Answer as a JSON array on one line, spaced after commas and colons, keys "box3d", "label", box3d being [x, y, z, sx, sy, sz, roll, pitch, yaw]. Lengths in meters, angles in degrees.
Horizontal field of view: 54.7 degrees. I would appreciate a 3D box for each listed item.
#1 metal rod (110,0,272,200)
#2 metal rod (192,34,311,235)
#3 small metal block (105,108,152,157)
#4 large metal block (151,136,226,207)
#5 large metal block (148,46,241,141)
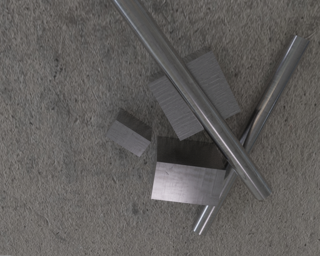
[{"box3d": [0.040, -0.033, 0.344, 0.025, 0.025, 0.300, -35, 107, 12], "label": "metal rod"}, {"box3d": [0.114, 0.022, 0.419, 0.025, 0.025, 0.298, 20, 109, -8], "label": "metal rod"}, {"box3d": [-0.039, 0.005, 0.398, 0.050, 0.050, 0.025, 33, 107, -12], "label": "small metal block"}, {"box3d": [0.033, 0.053, 0.400, 0.081, 0.080, 0.050, 8, 110, -3], "label": "large metal block"}, {"box3d": [0.041, -0.043, 0.381, 0.080, 0.050, 0.080, -27, 108, 9], "label": "large metal block"}]
